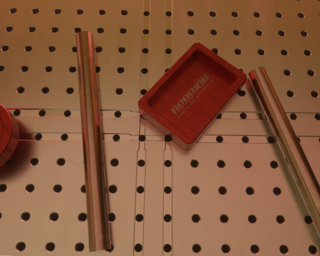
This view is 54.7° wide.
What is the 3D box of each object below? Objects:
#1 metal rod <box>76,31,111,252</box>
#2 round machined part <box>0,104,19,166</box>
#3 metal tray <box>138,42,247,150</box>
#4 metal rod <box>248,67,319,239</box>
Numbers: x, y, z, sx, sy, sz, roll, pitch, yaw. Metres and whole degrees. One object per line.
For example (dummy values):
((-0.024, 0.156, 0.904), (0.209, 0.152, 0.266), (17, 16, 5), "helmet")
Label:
((-0.091, 0.003, 0.409), (0.025, 0.025, 0.299), (-8, 70, -3), "metal rod")
((-0.229, 0.014, 0.395), (0.099, 0.042, 0.098), (0, 70, -1), "round machined part")
((0.045, -0.046, 0.426), (0.090, 0.030, 0.130), (38, 74, 12), "metal tray")
((0.180, 0.054, 0.393), (0.025, 0.025, 0.299), (-15, 71, -6), "metal rod")
